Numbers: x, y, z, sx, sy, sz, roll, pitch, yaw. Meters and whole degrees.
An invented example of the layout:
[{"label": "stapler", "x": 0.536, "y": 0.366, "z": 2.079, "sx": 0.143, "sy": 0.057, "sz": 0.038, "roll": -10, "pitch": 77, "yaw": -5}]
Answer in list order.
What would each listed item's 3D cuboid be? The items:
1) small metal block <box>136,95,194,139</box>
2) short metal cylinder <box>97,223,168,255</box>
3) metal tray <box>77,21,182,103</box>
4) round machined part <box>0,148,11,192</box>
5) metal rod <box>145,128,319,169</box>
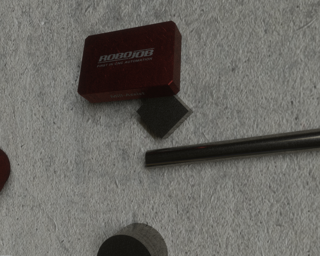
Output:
[{"label": "small metal block", "x": 0.007, "y": -0.021, "z": 0.407, "sx": 0.050, "sy": 0.025, "sz": 0.050, "roll": -46, "pitch": 76, "yaw": 14}, {"label": "short metal cylinder", "x": -0.035, "y": 0.172, "z": 0.408, "sx": 0.080, "sy": 0.050, "sz": 0.080, "roll": 0, "pitch": 90, "yaw": 20}, {"label": "metal tray", "x": -0.039, "y": -0.084, "z": 0.406, "sx": 0.130, "sy": 0.030, "sz": 0.090, "roll": -4, "pitch": 71, "yaw": 19}, {"label": "round machined part", "x": -0.284, "y": 0.066, "z": 0.500, "sx": 0.098, "sy": 0.042, "sz": 0.097, "roll": 0, "pitch": 90, "yaw": 20}, {"label": "metal rod", "x": 0.126, "y": 0.021, "z": 0.364, "sx": 0.301, "sy": 0.025, "sz": 0.025, "roll": -9, "pitch": 87, "yaw": 19}]
